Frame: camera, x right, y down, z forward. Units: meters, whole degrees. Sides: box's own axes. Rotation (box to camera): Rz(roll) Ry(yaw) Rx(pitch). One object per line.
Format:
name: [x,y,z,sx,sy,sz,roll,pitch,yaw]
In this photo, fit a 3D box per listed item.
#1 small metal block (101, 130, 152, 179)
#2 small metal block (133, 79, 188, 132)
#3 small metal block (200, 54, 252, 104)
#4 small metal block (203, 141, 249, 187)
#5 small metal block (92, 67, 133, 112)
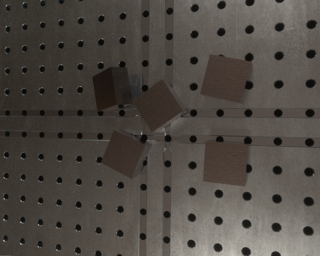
small metal block: [-0.046,0.035,0.428,0.050,0.025,0.050,25,98,18]
small metal block: [0.001,-0.029,0.412,0.050,0.025,0.050,-35,79,16]
small metal block: [0.082,-0.060,0.383,0.050,0.025,0.050,15,95,19]
small metal block: [0.082,0.042,0.383,0.050,0.025,0.050,4,91,19]
small metal block: [-0.066,-0.052,0.423,0.050,0.025,0.050,-12,85,49]
